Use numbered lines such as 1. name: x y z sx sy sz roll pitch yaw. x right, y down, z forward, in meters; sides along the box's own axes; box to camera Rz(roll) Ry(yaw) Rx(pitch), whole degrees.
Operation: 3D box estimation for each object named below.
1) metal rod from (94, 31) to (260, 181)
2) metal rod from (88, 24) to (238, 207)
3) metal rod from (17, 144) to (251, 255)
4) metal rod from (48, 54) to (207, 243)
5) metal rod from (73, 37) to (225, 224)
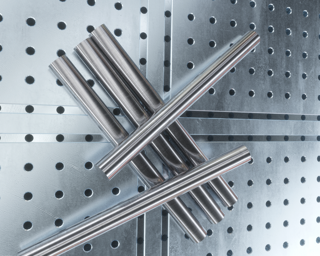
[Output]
1. metal rod: 0.037 -0.043 0.406 0.301 0.025 0.025 -42 104 -24
2. metal rod: 0.012 -0.007 0.418 0.025 0.025 0.300 -42 104 -15
3. metal rod: -0.022 0.093 0.383 0.302 0.025 0.025 -24 99 -11
4. metal rod: -0.034 0.036 0.401 0.025 0.025 0.300 -41 103 -16
5. metal rod: -0.007 0.013 0.411 0.025 0.025 0.300 -41 103 -16
